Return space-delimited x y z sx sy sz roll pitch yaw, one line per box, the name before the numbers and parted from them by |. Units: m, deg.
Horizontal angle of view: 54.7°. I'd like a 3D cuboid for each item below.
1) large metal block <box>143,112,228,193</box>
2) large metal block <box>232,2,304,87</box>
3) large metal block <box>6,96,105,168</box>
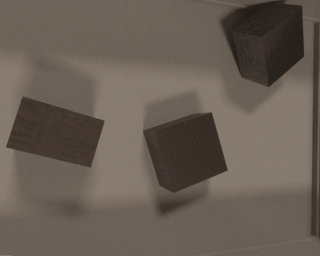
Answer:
large metal block | 0.033 0.030 0.411 0.081 0.050 0.080 -19 97 -19
large metal block | 0.156 -0.119 0.439 0.080 0.050 0.080 -39 132 -16
large metal block | -0.114 0.005 0.340 0.081 0.080 0.050 17 84 -20
